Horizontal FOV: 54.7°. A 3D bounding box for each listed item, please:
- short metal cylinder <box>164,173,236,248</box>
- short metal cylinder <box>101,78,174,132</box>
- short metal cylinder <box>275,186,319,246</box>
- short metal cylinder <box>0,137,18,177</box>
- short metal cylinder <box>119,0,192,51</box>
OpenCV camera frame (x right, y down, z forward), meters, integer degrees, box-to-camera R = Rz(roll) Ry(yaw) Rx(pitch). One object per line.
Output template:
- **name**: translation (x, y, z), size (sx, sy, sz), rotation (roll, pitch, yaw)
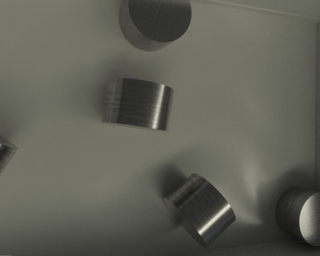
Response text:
- **short metal cylinder**: translation (0.050, 0.106, 0.400), size (0.050, 0.080, 0.080), rotation (-38, 103, -16)
- **short metal cylinder**: translation (-0.026, -0.026, 0.371), size (0.081, 0.080, 0.050), rotation (9, 87, -20)
- **short metal cylinder**: translation (0.230, 0.135, 0.482), size (0.081, 0.050, 0.080), rotation (0, 90, -20)
- **short metal cylinder**: translation (-0.194, 0.023, 0.310), size (0.080, 0.080, 0.050), rotation (32, 80, -17)
- **short metal cylinder**: translation (-0.007, -0.143, 0.394), size (0.081, 0.050, 0.080), rotation (0, 90, -20)
